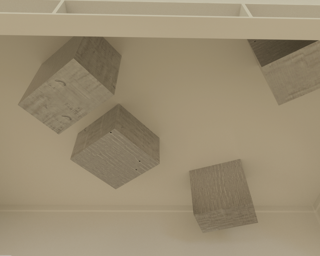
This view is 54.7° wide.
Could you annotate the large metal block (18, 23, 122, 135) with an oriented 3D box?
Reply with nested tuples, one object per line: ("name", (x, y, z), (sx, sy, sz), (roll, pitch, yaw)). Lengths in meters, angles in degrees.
("large metal block", (-0.091, -0.052, 0.327), (0.080, 0.080, 0.050), (-31, 124, 23))

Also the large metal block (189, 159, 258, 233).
("large metal block", (0.092, 0.100, 0.460), (0.080, 0.080, 0.050), (-15, 129, 12))

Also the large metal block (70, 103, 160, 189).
("large metal block", (-0.057, 0.027, 0.415), (0.080, 0.050, 0.080), (-33, 123, 24))

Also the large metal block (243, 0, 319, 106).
("large metal block", (0.138, -0.080, 0.307), (0.080, 0.080, 0.050), (-25, 126, 19))
